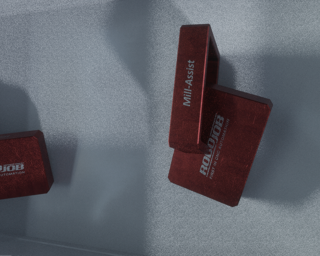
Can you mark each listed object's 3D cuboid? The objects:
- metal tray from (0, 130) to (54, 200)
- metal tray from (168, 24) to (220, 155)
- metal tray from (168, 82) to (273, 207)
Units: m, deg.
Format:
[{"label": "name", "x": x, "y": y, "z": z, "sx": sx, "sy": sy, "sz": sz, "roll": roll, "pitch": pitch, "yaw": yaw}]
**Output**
[{"label": "metal tray", "x": -0.231, "y": 0.056, "z": 0.447, "sx": 0.131, "sy": 0.030, "sz": 0.089, "roll": -7, "pitch": 108, "yaw": -4}, {"label": "metal tray", "x": 0.042, "y": -0.037, "z": 0.349, "sx": 0.030, "sy": 0.090, "sz": 0.129, "roll": 3, "pitch": 81, "yaw": 18}, {"label": "metal tray", "x": 0.067, "y": 0.018, "z": 0.365, "sx": 0.090, "sy": 0.030, "sz": 0.129, "roll": 19, "pitch": 112, "yaw": 18}]
